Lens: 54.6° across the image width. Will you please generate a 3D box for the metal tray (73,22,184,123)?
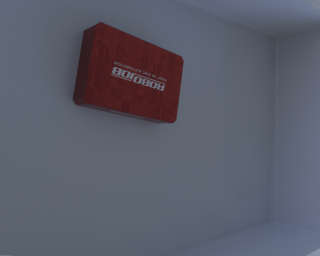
[{"bbox_3d":[-0.032,-0.060,0.375,0.131,0.030,0.090,12,82,-39],"label":"metal tray"}]
